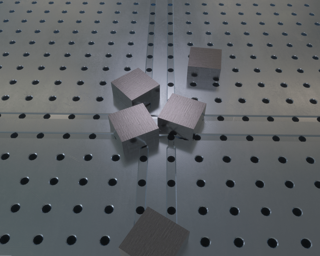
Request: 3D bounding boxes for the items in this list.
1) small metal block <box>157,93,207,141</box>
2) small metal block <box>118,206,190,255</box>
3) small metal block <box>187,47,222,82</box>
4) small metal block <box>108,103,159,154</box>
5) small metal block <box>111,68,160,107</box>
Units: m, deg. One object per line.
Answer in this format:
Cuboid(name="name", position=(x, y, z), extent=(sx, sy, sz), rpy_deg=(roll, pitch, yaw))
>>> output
Cuboid(name="small metal block", position=(0.030, -0.016, 0.421), extent=(0.050, 0.025, 0.050), rpy_deg=(19, 53, 15))
Cuboid(name="small metal block", position=(-0.005, 0.116, 0.310), extent=(0.050, 0.025, 0.050), rpy_deg=(26, 55, 20))
Cuboid(name="small metal block", position=(0.071, -0.102, 0.494), extent=(0.050, 0.025, 0.050), rpy_deg=(7, 50, 5))
Cuboid(name="small metal block", position=(-0.035, -0.001, 0.408), extent=(0.050, 0.025, 0.050), rpy_deg=(-21, 53, -17))
Cuboid(name="small metal block", position=(-0.036, -0.056, 0.455), extent=(0.050, 0.025, 0.050), rpy_deg=(-33, 58, -25))
